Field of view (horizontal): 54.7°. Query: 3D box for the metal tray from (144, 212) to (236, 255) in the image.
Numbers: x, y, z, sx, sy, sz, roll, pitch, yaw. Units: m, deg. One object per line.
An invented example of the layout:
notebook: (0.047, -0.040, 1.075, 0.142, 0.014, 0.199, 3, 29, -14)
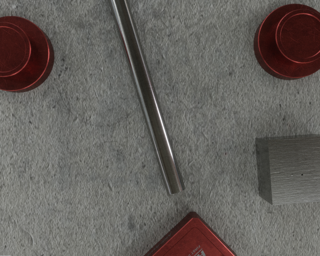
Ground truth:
metal tray: (0.029, 0.188, 0.407, 0.130, 0.030, 0.090, -43, 91, 0)

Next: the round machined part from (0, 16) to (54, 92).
round machined part: (-0.193, -0.097, 0.399, 0.099, 0.042, 0.097, 0, 90, -1)

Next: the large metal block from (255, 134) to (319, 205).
large metal block: (0.173, 0.051, 0.400, 0.081, 0.050, 0.079, -4, 90, -1)

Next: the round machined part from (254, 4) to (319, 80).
round machined part: (0.177, -0.114, 0.404, 0.099, 0.042, 0.097, 0, 90, -1)

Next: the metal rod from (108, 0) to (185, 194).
metal rod: (-0.022, -0.059, 0.409, 0.025, 0.025, 0.298, -17, 90, 0)
